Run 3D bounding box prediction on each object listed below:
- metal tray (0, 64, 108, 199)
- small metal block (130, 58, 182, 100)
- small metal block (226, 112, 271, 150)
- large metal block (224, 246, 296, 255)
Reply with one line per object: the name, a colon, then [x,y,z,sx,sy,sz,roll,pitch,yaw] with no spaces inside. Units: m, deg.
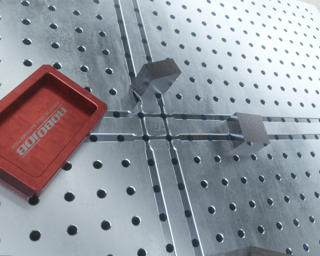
metal tray: [-0.129,-0.002,0.336,0.090,0.030,0.130,35,51,-5]
small metal block: [-0.006,-0.068,0.432,0.050,0.050,0.025,-21,73,-36]
small metal block: [0.137,0.005,0.481,0.050,0.025,0.050,5,60,-26]
large metal block: [0.121,0.185,0.347,0.081,0.050,0.080,19,54,-18]
